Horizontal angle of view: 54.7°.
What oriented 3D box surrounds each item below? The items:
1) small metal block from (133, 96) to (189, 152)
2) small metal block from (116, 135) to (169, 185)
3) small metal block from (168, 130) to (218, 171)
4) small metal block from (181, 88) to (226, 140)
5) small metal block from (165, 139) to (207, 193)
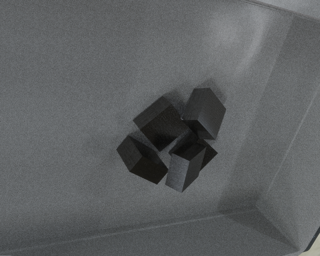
[{"bbox_3d":[0.002,-0.005,0.405,0.050,0.025,0.050,-40,130,-2],"label":"small metal block"},{"bbox_3d":[-0.023,0.042,0.404,0.050,0.050,0.025,33,100,-39],"label":"small metal block"},{"bbox_3d":[0.049,0.037,0.458,0.050,0.025,0.050,-46,130,4],"label":"small metal block"},{"bbox_3d":[0.060,-0.018,0.416,0.050,0.025,0.050,43,60,-40],"label":"small metal block"},{"bbox_3d":[0.035,0.050,0.411,0.050,0.025,0.050,-30,137,-52],"label":"small metal block"}]
